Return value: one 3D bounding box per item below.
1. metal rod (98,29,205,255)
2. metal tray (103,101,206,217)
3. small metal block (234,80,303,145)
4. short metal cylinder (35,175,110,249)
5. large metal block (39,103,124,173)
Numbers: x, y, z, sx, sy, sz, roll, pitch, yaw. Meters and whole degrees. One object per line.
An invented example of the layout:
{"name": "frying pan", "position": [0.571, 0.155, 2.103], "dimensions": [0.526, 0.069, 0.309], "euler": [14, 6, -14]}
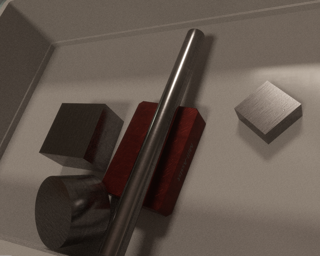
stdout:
{"name": "metal rod", "position": [0.001, -0.002, 0.362], "dimensions": [0.025, 0.025, 0.300], "euler": [5, 60, 30]}
{"name": "metal tray", "position": [-0.008, 0.032, 0.385], "dimensions": [0.090, 0.030, 0.130], "euler": [11, 67, 32]}
{"name": "small metal block", "position": [0.123, -0.018, 0.352], "dimensions": [0.050, 0.025, 0.050], "euler": [-40, 51, 0]}
{"name": "short metal cylinder", "position": [-0.104, 0.096, 0.364], "dimensions": [0.080, 0.050, 0.080], "euler": [-6, 81, 42]}
{"name": "large metal block", "position": [-0.109, 0.012, 0.437], "dimensions": [0.080, 0.050, 0.080], "euler": [3, 63, 29]}
